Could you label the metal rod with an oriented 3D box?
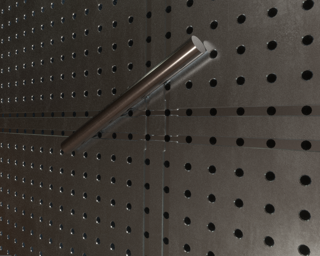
[{"bbox_3d":[-0.058,-0.033,0.454,0.299,0.025,0.025,-33,70,35],"label":"metal rod"}]
